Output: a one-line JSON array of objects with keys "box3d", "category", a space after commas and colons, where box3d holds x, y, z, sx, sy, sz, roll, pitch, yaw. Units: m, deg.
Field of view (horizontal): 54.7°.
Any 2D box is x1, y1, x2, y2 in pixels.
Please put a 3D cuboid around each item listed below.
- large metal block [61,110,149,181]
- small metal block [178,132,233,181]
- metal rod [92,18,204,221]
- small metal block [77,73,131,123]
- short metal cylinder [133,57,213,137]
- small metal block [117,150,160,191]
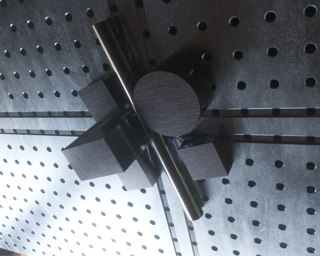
[{"box3d": [-0.070, 0.023, 0.423, 0.080, 0.080, 0.050, -16, 110, 34], "category": "large metal block"}, {"box3d": [0.059, 0.038, 0.402, 0.050, 0.025, 0.050, -15, 111, 34], "category": "small metal block"}, {"box3d": [-0.008, 0.002, 0.415, 0.025, 0.025, 0.299, -13, 112, 33], "category": "metal rod"}, {"box3d": [-0.077, -0.041, 0.425, 0.050, 0.025, 0.050, -19, 109, 35], "category": "small metal block"}, {"box3d": [0.016, -0.037, 0.362, 0.080, 0.050, 0.079, 13, 124, 20], "category": "short metal cylinder"}, {"box3d": [-0.037, 0.065, 0.469, 0.050, 0.025, 0.050, -17, 110, 34], "category": "small metal block"}]
